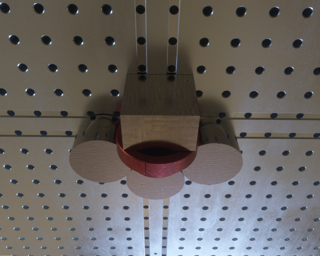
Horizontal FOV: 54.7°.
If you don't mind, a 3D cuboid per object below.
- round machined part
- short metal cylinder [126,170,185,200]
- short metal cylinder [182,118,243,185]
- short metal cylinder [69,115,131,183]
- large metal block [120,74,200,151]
[{"bbox_3d":[-0.003,0.023,0.381,0.099,0.098,0.042,1,130,-2],"label":"round machined part"},{"bbox_3d":[-0.006,0.058,0.445,0.081,0.050,0.079,0,130,0],"label":"short metal cylinder"},{"bbox_3d":[0.068,0.033,0.424,0.081,0.050,0.079,0,130,0],"label":"short metal cylinder"},{"bbox_3d":[-0.077,0.029,0.420,0.081,0.050,0.079,0,130,0],"label":"short metal cylinder"},{"bbox_3d":[0.000,-0.020,0.358,0.081,0.080,0.050,1,130,-1],"label":"large metal block"}]
